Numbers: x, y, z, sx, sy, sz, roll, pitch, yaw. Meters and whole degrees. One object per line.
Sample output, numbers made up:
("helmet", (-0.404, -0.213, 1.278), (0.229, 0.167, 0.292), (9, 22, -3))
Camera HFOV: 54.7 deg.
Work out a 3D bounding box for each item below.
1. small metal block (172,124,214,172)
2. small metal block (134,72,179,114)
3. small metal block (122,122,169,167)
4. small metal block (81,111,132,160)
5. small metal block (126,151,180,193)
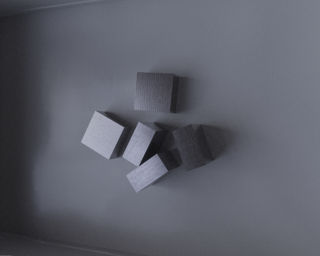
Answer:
("small metal block", (0.042, 0.023, 0.382), (0.025, 0.050, 0.050), (-22, 83, 19))
("small metal block", (-0.004, -0.047, 0.412), (0.050, 0.025, 0.050), (6, 92, 19))
("small metal block", (-0.018, 0.020, 0.403), (0.025, 0.050, 0.050), (29, 100, 18))
("small metal block", (-0.075, 0.010, 0.437), (0.050, 0.025, 0.050), (29, 99, 17))
("small metal block", (-0.008, 0.055, 0.400), (0.050, 0.050, 0.025), (-36, 79, 16))
